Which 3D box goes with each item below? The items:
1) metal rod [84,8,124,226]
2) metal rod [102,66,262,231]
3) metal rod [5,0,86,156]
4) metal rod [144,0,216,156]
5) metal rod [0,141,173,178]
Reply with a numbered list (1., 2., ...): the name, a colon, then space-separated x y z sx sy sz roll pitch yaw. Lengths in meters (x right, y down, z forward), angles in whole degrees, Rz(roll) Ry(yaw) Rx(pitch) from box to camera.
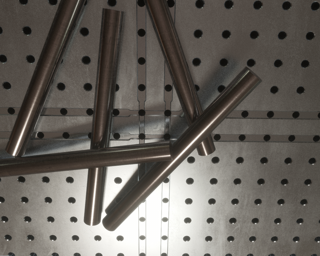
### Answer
1. metal rod: -0.078 0.000 0.412 0.025 0.025 0.298 8 110 -4
2. metal rod: 0.015 0.042 0.408 0.025 0.025 0.299 36 113 -13
3. metal rod: -0.129 -0.094 0.376 0.025 0.025 0.298 26 108 -10
4. metal rod: 0.013 -0.099 0.376 0.025 0.025 0.298 -19 109 6
5. metal rod: -0.134 0.045 0.407 0.301 0.025 0.025 -7 110 10
